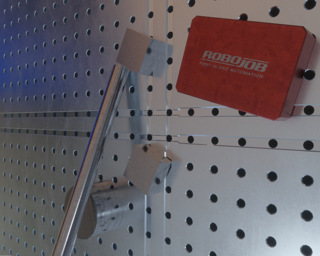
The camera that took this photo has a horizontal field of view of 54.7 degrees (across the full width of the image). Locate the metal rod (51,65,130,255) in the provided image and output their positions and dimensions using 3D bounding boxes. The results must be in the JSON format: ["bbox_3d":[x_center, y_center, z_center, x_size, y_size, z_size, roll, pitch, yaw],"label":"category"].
[{"bbox_3d":[-0.099,0.053,0.439,0.025,0.025,0.299,11,81,39],"label":"metal rod"}]

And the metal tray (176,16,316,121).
[{"bbox_3d":[0.085,-0.068,0.336,0.130,0.030,0.089,22,104,37],"label":"metal tray"}]

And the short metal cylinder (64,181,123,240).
[{"bbox_3d":[-0.103,0.124,0.478,0.080,0.050,0.080,0,90,40],"label":"short metal cylinder"}]

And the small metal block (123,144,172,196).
[{"bbox_3d":[-0.018,0.056,0.424,0.050,0.025,0.050,33,111,35],"label":"small metal block"}]

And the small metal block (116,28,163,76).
[{"bbox_3d":[-0.030,-0.107,0.434,0.050,0.025,0.050,34,111,34],"label":"small metal block"}]
